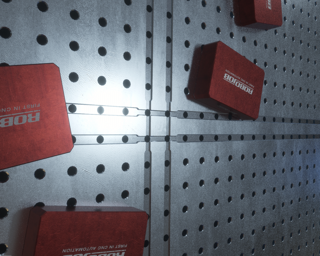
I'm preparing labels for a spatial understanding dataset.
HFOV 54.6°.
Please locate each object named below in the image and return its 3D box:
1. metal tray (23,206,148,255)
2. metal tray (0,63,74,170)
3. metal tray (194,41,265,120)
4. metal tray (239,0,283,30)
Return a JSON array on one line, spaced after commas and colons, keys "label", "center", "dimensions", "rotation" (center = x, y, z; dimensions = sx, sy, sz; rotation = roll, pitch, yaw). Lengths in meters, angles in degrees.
[{"label": "metal tray", "center": [-0.078, 0.134, 0.340], "dimensions": [0.131, 0.030, 0.090], "rotation": [13, 82, -39]}, {"label": "metal tray", "center": [-0.151, -0.008, 0.279], "dimensions": [0.131, 0.030, 0.090], "rotation": [-14, 99, -39]}, {"label": "metal tray", "center": [0.116, -0.072, 0.502], "dimensions": [0.131, 0.030, 0.090], "rotation": [18, 78, -38]}, {"label": "metal tray", "center": [0.178, -0.247, 0.553], "dimensions": [0.091, 0.030, 0.129], "rotation": [-9, 96, -39]}]
